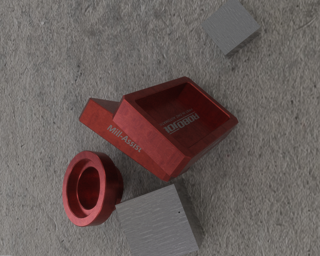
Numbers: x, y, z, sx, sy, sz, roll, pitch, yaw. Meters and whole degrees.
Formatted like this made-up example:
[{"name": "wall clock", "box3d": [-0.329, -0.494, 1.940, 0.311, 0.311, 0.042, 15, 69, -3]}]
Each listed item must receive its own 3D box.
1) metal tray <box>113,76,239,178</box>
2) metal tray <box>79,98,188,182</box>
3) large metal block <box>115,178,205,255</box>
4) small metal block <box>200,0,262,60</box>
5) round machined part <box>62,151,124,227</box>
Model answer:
[{"name": "metal tray", "box3d": [0.023, -0.009, 0.344, 0.090, 0.131, 0.030, 43, 126, 15]}, {"name": "metal tray", "box3d": [-0.023, 0.011, 0.382, 0.130, 0.090, 0.030, 33, 101, 17]}, {"name": "large metal block", "box3d": [0.002, 0.118, 0.392, 0.080, 0.050, 0.080, -23, 83, 14]}, {"name": "small metal block", "box3d": [0.087, -0.121, 0.378, 0.050, 0.025, 0.050, -38, 78, 16]}, {"name": "round machined part", "box3d": [-0.087, 0.081, 0.418, 0.098, 0.042, 0.098, -11, 73, 41]}]
